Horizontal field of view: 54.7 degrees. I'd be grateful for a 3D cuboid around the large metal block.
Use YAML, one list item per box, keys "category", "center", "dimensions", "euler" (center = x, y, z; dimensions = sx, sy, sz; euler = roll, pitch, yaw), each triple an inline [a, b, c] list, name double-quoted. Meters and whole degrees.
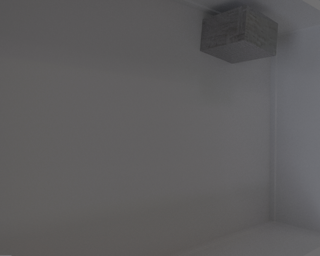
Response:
- category: "large metal block"
  center: [0.120, -0.138, 0.471]
  dimensions: [0.081, 0.080, 0.050]
  euler: [8, 85, -40]
